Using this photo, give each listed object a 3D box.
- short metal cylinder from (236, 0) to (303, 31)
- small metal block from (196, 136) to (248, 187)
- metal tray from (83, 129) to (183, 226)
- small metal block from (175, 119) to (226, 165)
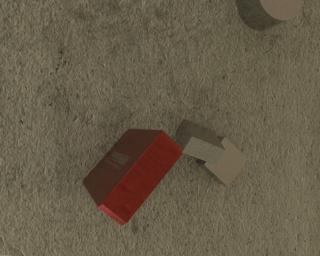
[{"bbox_3d":[0.160,-0.190,0.454,0.081,0.050,0.079,0,90,-20],"label":"short metal cylinder"},{"bbox_3d":[0.088,0.047,0.442,0.050,0.025,0.050,43,76,-15],"label":"small metal block"},{"bbox_3d":[-0.037,0.044,0.340,0.030,0.130,0.090,44,76,-15],"label":"metal tray"},{"bbox_3d":[0.052,0.018,0.412,0.050,0.050,0.025,22,112,-18],"label":"small metal block"}]
